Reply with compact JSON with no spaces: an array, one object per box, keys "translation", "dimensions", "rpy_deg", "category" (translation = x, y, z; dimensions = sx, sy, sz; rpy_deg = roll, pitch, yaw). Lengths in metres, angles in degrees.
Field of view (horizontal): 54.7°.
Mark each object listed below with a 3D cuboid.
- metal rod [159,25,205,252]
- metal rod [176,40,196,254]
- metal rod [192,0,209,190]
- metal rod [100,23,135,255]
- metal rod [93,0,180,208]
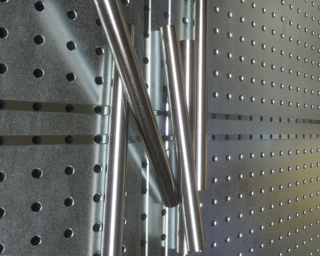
[{"translation":[0.030,0.012,0.417],"dimensions":[0.025,0.025,0.298],"rpy_deg":[-6,88,-40],"category":"metal rod"},{"translation":[0.037,0.026,0.442],"dimensions":[0.025,0.025,0.298],"rpy_deg":[1,89,-40],"category":"metal rod"},{"translation":[0.059,-0.059,0.460],"dimensions":[0.025,0.025,0.298],"rpy_deg":[1,89,-40],"category":"metal rod"},{"translation":[-0.051,0.026,0.368],"dimensions":[0.025,0.025,0.298],"rpy_deg":[5,87,-40],"category":"metal rod"},{"translation":[-0.023,-0.027,0.361],"dimensions":[0.025,0.025,0.298],"rpy_deg":[-37,122,-34],"category":"metal rod"}]
